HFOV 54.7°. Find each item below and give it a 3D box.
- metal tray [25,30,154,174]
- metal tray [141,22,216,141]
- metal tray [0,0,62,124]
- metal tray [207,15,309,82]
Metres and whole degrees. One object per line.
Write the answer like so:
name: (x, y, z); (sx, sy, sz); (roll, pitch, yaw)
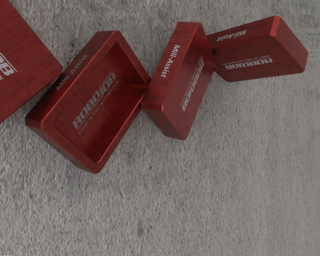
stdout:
metal tray: (-0.066, -0.028, 0.332); (0.130, 0.030, 0.090); (-59, 137, -23)
metal tray: (0.029, -0.060, 0.404); (0.130, 0.030, 0.090); (-67, 149, -18)
metal tray: (-0.162, -0.074, 0.266); (0.090, 0.030, 0.130); (-50, 120, -28)
metal tray: (0.127, -0.106, 0.442); (0.090, 0.130, 0.030); (29, 72, -36)
